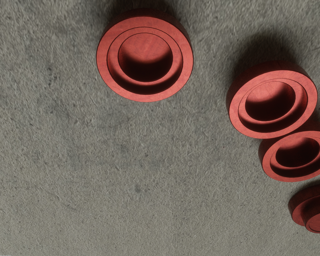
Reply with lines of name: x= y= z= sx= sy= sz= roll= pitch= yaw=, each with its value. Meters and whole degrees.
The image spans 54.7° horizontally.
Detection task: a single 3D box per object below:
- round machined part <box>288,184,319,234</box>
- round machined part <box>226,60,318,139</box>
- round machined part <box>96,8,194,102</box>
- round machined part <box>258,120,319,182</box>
round machined part: x=0.271 y=0.140 z=0.518 sx=0.099 sy=0.042 sz=0.097 roll=0 pitch=130 yaw=0
round machined part: x=0.127 y=-0.037 z=0.366 sx=0.099 sy=0.042 sz=0.097 roll=0 pitch=130 yaw=0
round machined part: x=-0.015 y=-0.079 z=0.329 sx=0.099 sy=0.042 sz=0.097 roll=0 pitch=130 yaw=0
round machined part: x=0.183 y=0.026 z=0.420 sx=0.099 sy=0.042 sz=0.097 roll=0 pitch=130 yaw=0
